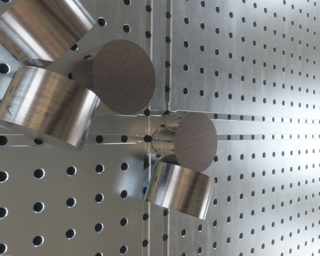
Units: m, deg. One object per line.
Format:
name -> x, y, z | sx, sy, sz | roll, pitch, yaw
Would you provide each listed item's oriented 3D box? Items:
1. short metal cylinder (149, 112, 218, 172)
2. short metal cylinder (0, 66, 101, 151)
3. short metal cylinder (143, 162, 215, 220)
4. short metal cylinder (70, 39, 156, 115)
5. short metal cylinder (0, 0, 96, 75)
short metal cylinder -> 0.032, 0.019, 0.419 | 0.081, 0.050, 0.079 | 0, 91, -40
short metal cylinder -> -0.102, -0.015, 0.287 | 0.080, 0.080, 0.050 | 29, 72, -37
short metal cylinder -> 0.025, 0.080, 0.394 | 0.080, 0.080, 0.050 | 28, 73, -37
short metal cylinder -> -0.052, -0.054, 0.349 | 0.081, 0.050, 0.079 | 0, 91, -40
short metal cylinder -> -0.107, -0.094, 0.283 | 0.050, 0.080, 0.080 | 50, 60, -29
